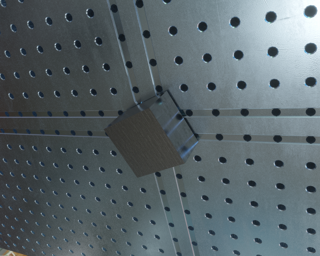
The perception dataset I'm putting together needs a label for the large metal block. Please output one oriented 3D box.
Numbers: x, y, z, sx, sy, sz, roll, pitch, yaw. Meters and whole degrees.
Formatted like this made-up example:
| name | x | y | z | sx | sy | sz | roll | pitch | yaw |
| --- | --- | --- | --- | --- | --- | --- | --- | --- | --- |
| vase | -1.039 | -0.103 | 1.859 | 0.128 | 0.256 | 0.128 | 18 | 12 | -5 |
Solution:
| name | x | y | z | sx | sy | sz | roll | pitch | yaw |
| --- | --- | --- | --- | --- | --- | --- | --- | --- | --- |
| large metal block | -0.011 | 0.010 | 0.402 | 0.080 | 0.050 | 0.080 | -23 | 107 | 36 |
